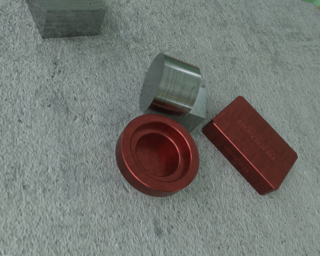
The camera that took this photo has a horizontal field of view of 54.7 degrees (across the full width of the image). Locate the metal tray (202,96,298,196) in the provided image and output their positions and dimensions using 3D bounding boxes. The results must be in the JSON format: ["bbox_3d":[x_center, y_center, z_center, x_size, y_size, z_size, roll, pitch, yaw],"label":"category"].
[{"bbox_3d":[0.136,0.023,0.462,0.130,0.030,0.091,48,51,5],"label":"metal tray"}]

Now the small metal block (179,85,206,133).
[{"bbox_3d":[0.039,-0.025,0.425,0.025,0.050,0.050,18,55,-19],"label":"small metal block"}]

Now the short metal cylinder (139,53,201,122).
[{"bbox_3d":[0.011,-0.052,0.408,0.050,0.080,0.080,17,55,-19],"label":"short metal cylinder"}]

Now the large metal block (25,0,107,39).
[{"bbox_3d":[-0.131,-0.172,0.423,0.081,0.050,0.080,-16,70,-35],"label":"large metal block"}]

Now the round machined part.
[{"bbox_3d":[-0.006,0.035,0.370,0.099,0.042,0.098,14,56,-21],"label":"round machined part"}]
